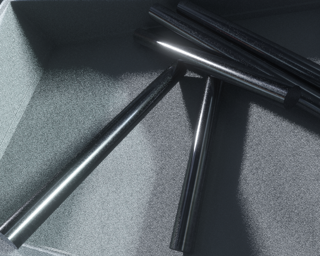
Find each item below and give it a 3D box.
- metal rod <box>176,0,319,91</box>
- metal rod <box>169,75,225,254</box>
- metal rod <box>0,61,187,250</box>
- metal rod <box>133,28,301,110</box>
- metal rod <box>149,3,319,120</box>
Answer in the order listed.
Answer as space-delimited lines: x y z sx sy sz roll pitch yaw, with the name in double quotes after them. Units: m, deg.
0.130 -0.091 0.371 0.025 0.025 0.300 -46 58 -4 "metal rod"
0.057 -0.006 0.378 0.025 0.025 0.300 1 62 28 "metal rod"
-0.051 0.004 0.353 0.025 0.025 0.301 12 44 33 "metal rod"
0.047 -0.092 0.408 0.025 0.025 0.300 -47 43 -5 "metal rod"
0.092 -0.088 0.383 0.025 0.025 0.300 -47 60 -5 "metal rod"
